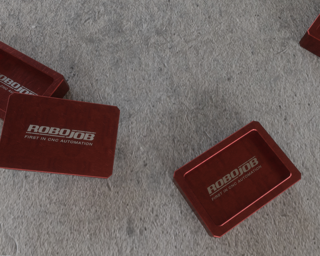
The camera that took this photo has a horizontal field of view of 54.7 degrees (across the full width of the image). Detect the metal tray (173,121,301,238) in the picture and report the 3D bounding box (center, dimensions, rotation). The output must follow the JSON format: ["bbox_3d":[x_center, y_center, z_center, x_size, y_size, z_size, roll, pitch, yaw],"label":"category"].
[{"bbox_3d":[0.093,0.061,0.383,0.131,0.030,0.090,-31,73,-11],"label":"metal tray"}]

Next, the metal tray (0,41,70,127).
[{"bbox_3d":[-0.205,-0.058,0.424,0.130,0.030,0.090,29,72,10],"label":"metal tray"}]

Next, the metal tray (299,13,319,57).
[{"bbox_3d":[0.287,-0.127,0.453,0.130,0.030,0.090,35,74,12],"label":"metal tray"}]

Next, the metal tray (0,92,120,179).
[{"bbox_3d":[-0.120,0.011,0.381,0.131,0.030,0.090,7,78,-10],"label":"metal tray"}]
